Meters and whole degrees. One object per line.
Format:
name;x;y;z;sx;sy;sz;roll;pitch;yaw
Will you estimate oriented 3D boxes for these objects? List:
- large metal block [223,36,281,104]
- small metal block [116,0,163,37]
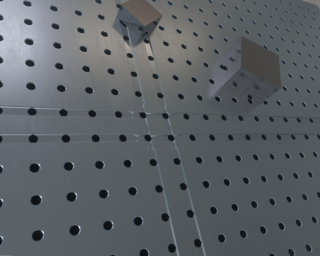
large metal block;0.159;-0.101;0.539;0.080;0.050;0.080;22;54;-15
small metal block;-0.033;-0.182;0.501;0.050;0.025;0.050;43;51;1
